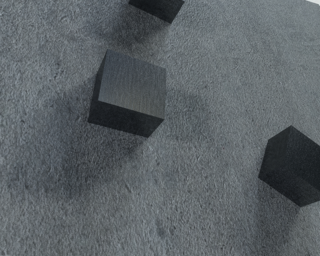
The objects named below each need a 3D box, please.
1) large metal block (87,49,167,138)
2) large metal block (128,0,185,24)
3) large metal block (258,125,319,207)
[{"bbox_3d":[-0.040,-0.042,0.392,0.081,0.050,0.080,15,56,-20],"label":"large metal block"},{"bbox_3d":[-0.001,-0.239,0.533,0.080,0.050,0.080,20,54,-17],"label":"large metal block"},{"bbox_3d":[0.203,0.057,0.462,0.080,0.050,0.080,35,51,-5],"label":"large metal block"}]
